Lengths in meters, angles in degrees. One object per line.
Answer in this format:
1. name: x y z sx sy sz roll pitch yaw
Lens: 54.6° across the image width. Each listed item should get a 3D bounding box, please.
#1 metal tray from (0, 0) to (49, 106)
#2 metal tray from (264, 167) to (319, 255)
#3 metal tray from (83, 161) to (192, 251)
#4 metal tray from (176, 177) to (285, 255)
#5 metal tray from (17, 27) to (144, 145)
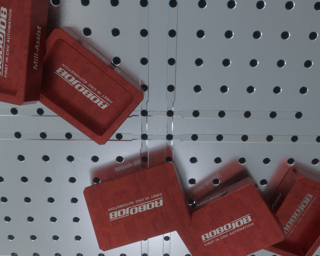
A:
1. metal tray: -0.179 -0.097 0.351 0.090 0.030 0.129 12 101 11
2. metal tray: 0.207 0.131 0.460 0.090 0.030 0.129 22 109 -8
3. metal tray: -0.031 0.107 0.431 0.130 0.030 0.090 -18 85 6
4. metal tray: 0.096 0.139 0.444 0.130 0.030 0.090 -31 92 17
5. metal tray: -0.096 -0.051 0.391 0.130 0.030 0.090 38 106 -13
